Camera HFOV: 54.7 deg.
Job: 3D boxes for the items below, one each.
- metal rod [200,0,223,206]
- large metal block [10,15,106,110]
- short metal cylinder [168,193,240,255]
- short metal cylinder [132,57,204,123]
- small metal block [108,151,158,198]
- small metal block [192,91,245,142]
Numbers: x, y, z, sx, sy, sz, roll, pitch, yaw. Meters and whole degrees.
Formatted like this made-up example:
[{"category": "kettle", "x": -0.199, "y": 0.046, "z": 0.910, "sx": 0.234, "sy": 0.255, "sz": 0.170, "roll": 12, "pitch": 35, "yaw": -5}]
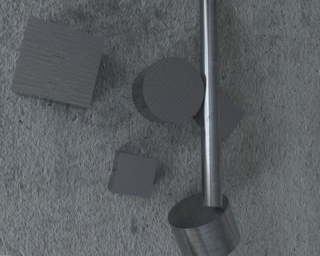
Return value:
[{"category": "metal rod", "x": 0.065, "y": -0.052, "z": 0.403, "sx": 0.025, "sy": 0.025, "sz": 0.299, "roll": 6, "pitch": 77, "yaw": -20}, {"category": "large metal block", "x": -0.115, "y": -0.069, "z": 0.353, "sx": 0.081, "sy": 0.050, "sz": 0.080, "roll": 13, "pitch": 86, "yaw": -20}, {"category": "short metal cylinder", "x": 0.056, "y": 0.125, "z": 0.399, "sx": 0.081, "sy": 0.080, "sz": 0.050, "roll": -25, "pitch": 104, "yaw": -18}, {"category": "short metal cylinder", "x": 0.009, "y": -0.047, "z": 0.399, "sx": 0.081, "sy": 0.050, "sz": 0.080, "roll": 0, "pitch": 90, "yaw": -20}, {"category": "small metal block", "x": -0.035, "y": 0.059, "z": 0.397, "sx": 0.050, "sy": 0.025, "sz": 0.050, "roll": 13, "pitch": 86, "yaw": -20}, {"category": "small metal block", "x": 0.084, "y": -0.016, "z": 0.440, "sx": 0.050, "sy": 0.025, "sz": 0.050, "roll": 42, "pitch": 77, "yaw": -15}]
